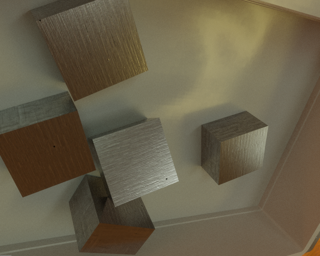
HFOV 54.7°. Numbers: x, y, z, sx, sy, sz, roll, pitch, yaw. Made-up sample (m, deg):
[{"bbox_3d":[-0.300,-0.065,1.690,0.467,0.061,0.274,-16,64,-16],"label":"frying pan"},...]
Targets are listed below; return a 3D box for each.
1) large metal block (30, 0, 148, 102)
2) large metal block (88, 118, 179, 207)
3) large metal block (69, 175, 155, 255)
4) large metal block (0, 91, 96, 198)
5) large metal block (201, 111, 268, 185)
[{"bbox_3d":[-0.067,-0.085,0.303,0.080,0.050,0.080,-26,128,-13],"label":"large metal block"},{"bbox_3d":[-0.033,0.038,0.376,0.081,0.050,0.080,-19,97,-18],"label":"large metal block"},{"bbox_3d":[-0.065,0.114,0.405,0.080,0.080,0.050,20,113,-36],"label":"large metal block"},{"bbox_3d":[-0.123,0.016,0.335,0.081,0.050,0.079,-20,126,-17],"label":"large metal block"},{"bbox_3d":[0.111,0.029,0.471,0.081,0.050,0.079,-17,125,-19],"label":"large metal block"}]
